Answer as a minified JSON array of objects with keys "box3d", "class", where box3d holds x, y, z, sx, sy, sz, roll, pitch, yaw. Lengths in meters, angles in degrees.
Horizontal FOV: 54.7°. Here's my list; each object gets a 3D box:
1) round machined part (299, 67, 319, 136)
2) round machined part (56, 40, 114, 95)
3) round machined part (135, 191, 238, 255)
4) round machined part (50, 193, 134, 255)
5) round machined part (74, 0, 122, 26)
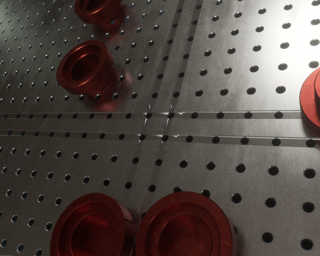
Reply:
[{"box3d":[0.196,-0.035,0.316,0.098,0.042,0.098,-13,56,20],"class":"round machined part"},{"box3d":[-0.119,-0.096,0.516,0.098,0.042,0.098,-13,56,20],"class":"round machined part"},{"box3d":[0.028,0.117,0.310,0.098,0.042,0.098,-13,56,20],"class":"round machined part"},{"box3d":[-0.072,0.128,0.355,0.098,0.042,0.098,-13,56,20],"class":"round machined part"},{"box3d":[-0.114,-0.239,0.601,0.098,0.042,0.098,-13,56,20],"class":"round machined part"}]
